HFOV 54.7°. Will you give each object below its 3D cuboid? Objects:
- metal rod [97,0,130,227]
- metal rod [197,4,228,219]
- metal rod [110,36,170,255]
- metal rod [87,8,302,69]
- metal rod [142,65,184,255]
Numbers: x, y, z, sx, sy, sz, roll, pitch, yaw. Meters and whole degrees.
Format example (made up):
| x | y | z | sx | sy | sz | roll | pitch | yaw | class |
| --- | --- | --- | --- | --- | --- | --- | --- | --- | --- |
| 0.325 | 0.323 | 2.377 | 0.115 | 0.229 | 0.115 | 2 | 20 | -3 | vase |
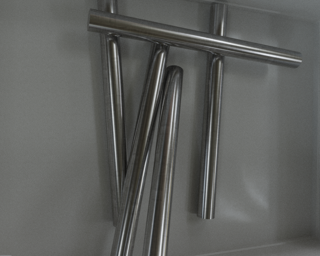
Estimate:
| x | y | z | sx | sy | sz | roll | pitch | yaw | class |
| --- | --- | --- | --- | --- | --- | --- | --- | --- | --- |
| -0.057 | -0.026 | 0.390 | 0.025 | 0.025 | 0.298 | -4 | 92 | -20 | metal rod |
| 0.075 | -0.024 | 0.439 | 0.025 | 0.025 | 0.298 | 4 | 89 | -20 | metal rod |
| -0.023 | 0.026 | 0.384 | 0.025 | 0.025 | 0.299 | 14 | 78 | -20 | metal rod |
| 0.060 | -0.112 | 0.405 | 0.302 | 0.025 | 0.025 | 5 | 89 | -21 | metal rod |
| 0.004 | 0.053 | 0.349 | 0.025 | 0.025 | 0.299 | 18 | 59 | -20 | metal rod |
